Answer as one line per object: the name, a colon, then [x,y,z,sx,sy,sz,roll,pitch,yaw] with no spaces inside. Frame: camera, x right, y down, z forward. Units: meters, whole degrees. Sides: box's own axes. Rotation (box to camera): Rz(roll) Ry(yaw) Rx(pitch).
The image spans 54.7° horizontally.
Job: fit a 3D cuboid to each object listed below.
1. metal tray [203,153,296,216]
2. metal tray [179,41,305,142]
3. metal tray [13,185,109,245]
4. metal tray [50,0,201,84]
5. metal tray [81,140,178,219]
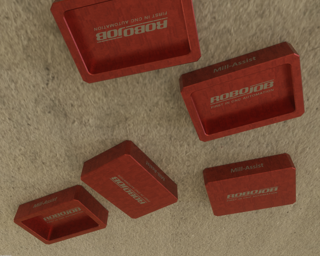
metal tray: [0.140,0.091,0.484,0.131,0.030,0.090,-12,129,10]
metal tray: [0.098,-0.039,0.372,0.130,0.030,0.090,-16,129,12]
metal tray: [-0.167,0.152,0.530,0.130,0.030,0.090,-21,128,16]
metal tray: [-0.030,-0.102,0.316,0.131,0.030,0.090,-10,130,8]
metal tray: [-0.044,0.084,0.475,0.090,0.030,0.130,-28,125,21]
